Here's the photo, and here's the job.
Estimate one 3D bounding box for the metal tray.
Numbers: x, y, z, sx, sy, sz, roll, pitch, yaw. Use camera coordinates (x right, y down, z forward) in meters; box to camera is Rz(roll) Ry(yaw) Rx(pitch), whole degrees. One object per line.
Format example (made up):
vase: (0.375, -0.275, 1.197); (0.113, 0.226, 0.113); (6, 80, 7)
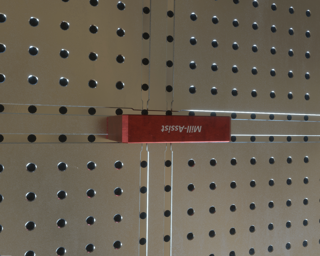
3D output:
metal tray: (0.009, 0.001, 0.381); (0.131, 0.090, 0.030); (0, 90, -20)
